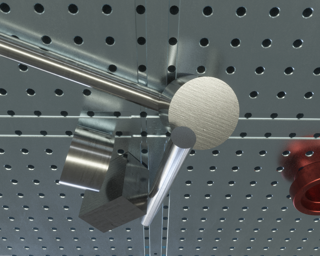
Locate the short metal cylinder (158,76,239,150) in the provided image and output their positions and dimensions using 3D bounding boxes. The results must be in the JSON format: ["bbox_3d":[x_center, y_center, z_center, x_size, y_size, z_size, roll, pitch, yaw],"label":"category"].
[{"bbox_3d":[0.043,-0.020,0.356,0.081,0.050,0.079,-3,102,-12],"label":"short metal cylinder"}]

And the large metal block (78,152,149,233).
[{"bbox_3d":[-0.065,0.094,0.454,0.080,0.080,0.050,-30,123,23],"label":"large metal block"}]

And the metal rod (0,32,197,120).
[{"bbox_3d":[-0.090,-0.062,0.357,0.302,0.025,0.025,19,128,-16],"label":"metal rod"}]

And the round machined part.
[{"bbox_3d":[0.251,0.089,0.479,0.099,0.042,0.097,0,130,0],"label":"round machined part"}]

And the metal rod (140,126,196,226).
[{"bbox_3d":[-0.001,0.085,0.424,0.025,0.025,0.298,7,148,-6],"label":"metal rod"}]

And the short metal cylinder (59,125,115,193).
[{"bbox_3d":[-0.096,0.041,0.409,0.050,0.080,0.079,17,128,-14],"label":"short metal cylinder"}]
